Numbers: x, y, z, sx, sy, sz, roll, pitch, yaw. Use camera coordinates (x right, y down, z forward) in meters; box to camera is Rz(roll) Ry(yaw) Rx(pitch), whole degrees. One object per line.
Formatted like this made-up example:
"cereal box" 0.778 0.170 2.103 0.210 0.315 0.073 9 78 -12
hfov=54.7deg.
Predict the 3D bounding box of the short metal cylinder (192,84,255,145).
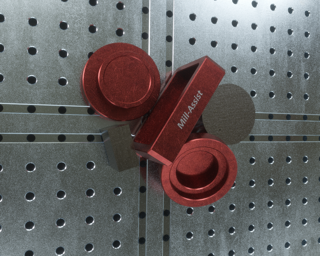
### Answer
"short metal cylinder" 0.082 -0.018 0.425 0.081 0.050 0.079 0 90 -20

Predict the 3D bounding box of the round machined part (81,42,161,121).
"round machined part" -0.045 -0.057 0.382 0.099 0.042 0.097 0 90 -20

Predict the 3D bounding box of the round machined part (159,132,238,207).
"round machined part" 0.047 0.050 0.405 0.099 0.042 0.097 -3 111 -8

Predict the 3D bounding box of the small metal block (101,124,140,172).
"small metal block" -0.050 0.023 0.377 0.025 0.050 0.050 -16 96 -19

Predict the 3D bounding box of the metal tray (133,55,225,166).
"metal tray" 0.017 -0.021 0.380 0.030 0.090 0.130 35 79 -17
